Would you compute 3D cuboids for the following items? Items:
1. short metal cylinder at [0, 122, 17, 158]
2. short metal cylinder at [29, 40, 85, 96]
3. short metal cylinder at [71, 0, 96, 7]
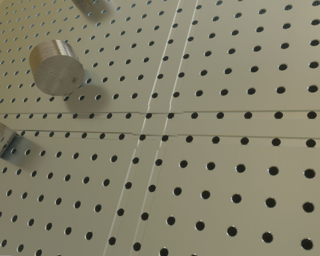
[{"bbox_3d":[-0.291,0.009,0.517,0.080,0.080,0.050,16,70,34],"label":"short metal cylinder"},{"bbox_3d":[-0.174,-0.101,0.524,0.080,0.080,0.050,-36,52,4],"label":"short metal cylinder"},{"bbox_3d":[-0.167,-0.309,0.667,0.080,0.050,0.080,-13,56,20],"label":"short metal cylinder"}]
